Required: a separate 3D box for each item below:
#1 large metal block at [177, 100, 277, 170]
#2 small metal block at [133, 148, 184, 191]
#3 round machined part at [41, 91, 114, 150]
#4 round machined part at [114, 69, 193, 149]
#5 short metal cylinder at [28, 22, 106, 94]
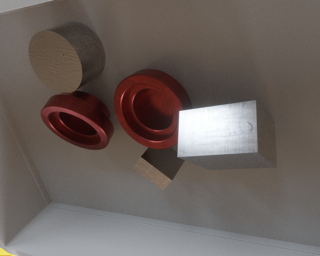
[{"bbox_3d":[0.074,0.013,0.333,0.080,0.080,0.050,-7,70,30],"label":"large metal block"},{"bbox_3d":[0.000,0.048,0.421,0.050,0.050,0.025,37,129,3],"label":"small metal block"},{"bbox_3d":[-0.109,-0.014,0.430,0.098,0.042,0.098,15,147,10],"label":"round machined part"},{"bbox_3d":[-0.004,-0.026,0.380,0.098,0.042,0.097,16,125,24],"label":"round machined part"},{"bbox_3d":[-0.118,-0.090,0.397,0.080,0.050,0.079,13,124,20],"label":"short metal cylinder"}]
